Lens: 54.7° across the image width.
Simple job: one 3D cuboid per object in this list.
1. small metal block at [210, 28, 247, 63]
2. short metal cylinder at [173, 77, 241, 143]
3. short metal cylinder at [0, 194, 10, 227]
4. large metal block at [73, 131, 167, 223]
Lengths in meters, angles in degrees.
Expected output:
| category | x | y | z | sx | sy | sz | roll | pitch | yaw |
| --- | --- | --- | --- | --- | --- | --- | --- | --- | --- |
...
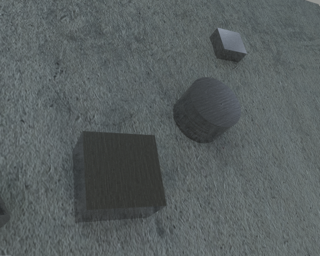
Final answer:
| category | x | y | z | sx | sy | sz | roll | pitch | yaw |
| --- | --- | --- | --- | --- | --- | --- | --- | --- | --- |
| small metal block | 0.124 | -0.150 | 0.562 | 0.050 | 0.025 | 0.050 | 4 | 60 | -27 |
| short metal cylinder | 0.066 | -0.025 | 0.438 | 0.081 | 0.050 | 0.080 | 14 | 56 | -21 |
| short metal cylinder | -0.167 | 0.066 | 0.238 | 0.081 | 0.080 | 0.050 | -22 | 74 | -36 |
| large metal block | -0.046 | 0.052 | 0.331 | 0.081 | 0.050 | 0.080 | 4 | 60 | -26 |
